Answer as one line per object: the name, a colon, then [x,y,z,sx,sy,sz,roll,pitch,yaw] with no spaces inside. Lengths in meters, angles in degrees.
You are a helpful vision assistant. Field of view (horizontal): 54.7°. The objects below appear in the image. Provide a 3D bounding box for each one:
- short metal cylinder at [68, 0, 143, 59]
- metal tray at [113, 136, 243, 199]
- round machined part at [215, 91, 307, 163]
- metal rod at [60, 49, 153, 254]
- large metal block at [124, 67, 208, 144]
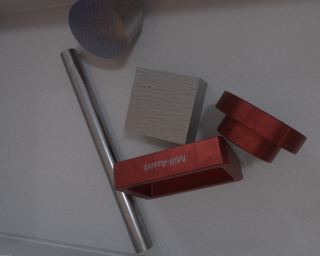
short metal cylinder: [-0.068,-0.137,0.398,0.080,0.050,0.080,15,140,13]
metal tray: [0.023,0.052,0.364,0.130,0.090,0.030,-16,64,19]
round machined part: [0.102,0.002,0.336,0.098,0.098,0.042,34,101,16]
metal rod: [-0.078,0.026,0.436,0.025,0.025,0.299,-25,82,18]
large metal block: [0.009,-0.028,0.393,0.080,0.050,0.079,13,94,19]
